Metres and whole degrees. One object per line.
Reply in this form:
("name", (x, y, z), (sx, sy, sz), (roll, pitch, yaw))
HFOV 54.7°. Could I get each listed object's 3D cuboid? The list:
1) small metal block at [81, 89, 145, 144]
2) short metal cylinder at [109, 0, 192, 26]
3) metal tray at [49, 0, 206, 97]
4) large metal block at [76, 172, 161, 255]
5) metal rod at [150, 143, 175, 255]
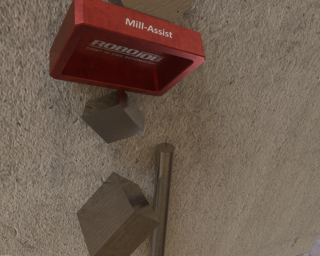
("small metal block", (-0.052, -0.012, 0.357), (0.050, 0.025, 0.050), (-18, 134, 23))
("short metal cylinder", (-0.011, -0.144, 0.297), (0.081, 0.050, 0.079), (-14, 125, -21))
("metal tray", (-0.033, -0.072, 0.308), (0.131, 0.030, 0.090), (6, 156, -32))
("large metal block", (-0.058, 0.121, 0.415), (0.080, 0.080, 0.050), (-48, 129, 5))
("metal rod", (0.000, 0.156, 0.504), (0.025, 0.025, 0.298), (-11, 123, -23))
